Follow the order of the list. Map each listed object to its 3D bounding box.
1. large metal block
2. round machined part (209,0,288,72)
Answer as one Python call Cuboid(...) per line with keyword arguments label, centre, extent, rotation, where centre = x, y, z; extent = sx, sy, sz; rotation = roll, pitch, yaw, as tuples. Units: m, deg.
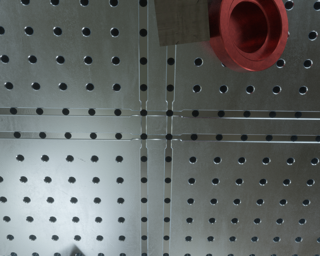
Cuboid(label="large metal block", centre=(0.022, -0.135, 0.333), extent=(0.050, 0.080, 0.079), rotation=(-6, 110, 6))
Cuboid(label="round machined part", centre=(0.093, -0.111, 0.349), extent=(0.099, 0.042, 0.097), rotation=(-3, 95, -27))
